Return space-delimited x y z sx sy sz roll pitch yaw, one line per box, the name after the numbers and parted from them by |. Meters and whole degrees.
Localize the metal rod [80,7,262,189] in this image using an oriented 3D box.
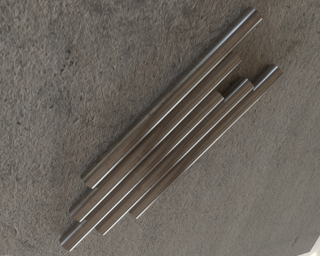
0.012 -0.036 0.394 0.300 0.025 0.025 -45 130 3 | metal rod

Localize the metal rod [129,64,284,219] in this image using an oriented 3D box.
0.064 0.021 0.458 0.300 0.025 0.025 -45 130 3 | metal rod

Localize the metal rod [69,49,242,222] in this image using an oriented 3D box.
-0.008 0.012 0.413 0.300 0.025 0.025 -45 130 3 | metal rod

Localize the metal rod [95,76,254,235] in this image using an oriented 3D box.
0.018 0.041 0.445 0.300 0.025 0.025 -45 130 3 | metal rod

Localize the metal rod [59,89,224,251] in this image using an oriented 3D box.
-0.027 0.058 0.431 0.300 0.025 0.025 -45 130 3 | metal rod
